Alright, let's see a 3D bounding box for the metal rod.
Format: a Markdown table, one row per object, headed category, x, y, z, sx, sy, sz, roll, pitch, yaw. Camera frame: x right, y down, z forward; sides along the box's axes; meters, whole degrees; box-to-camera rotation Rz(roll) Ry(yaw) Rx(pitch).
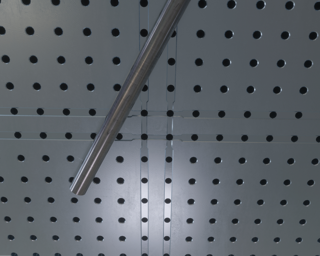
| category | x | y | z | sx | sy | sz | roll | pitch | yaw |
| --- | --- | --- | --- | --- | --- | --- | --- | --- | --- |
| metal rod | -0.045 | -0.034 | 0.400 | 0.025 | 0.025 | 0.299 | 27 | 108 | -10 |
